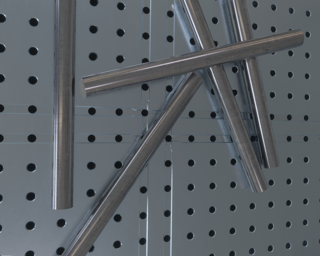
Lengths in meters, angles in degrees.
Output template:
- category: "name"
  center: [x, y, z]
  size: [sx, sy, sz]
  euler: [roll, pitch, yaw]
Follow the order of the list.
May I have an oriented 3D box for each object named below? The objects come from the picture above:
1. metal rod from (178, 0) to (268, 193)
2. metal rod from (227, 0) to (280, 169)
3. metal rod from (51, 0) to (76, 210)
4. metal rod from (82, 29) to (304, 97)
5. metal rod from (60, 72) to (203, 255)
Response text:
- category: "metal rod"
  center: [0.094, -0.045, 0.446]
  size: [0.025, 0.025, 0.299]
  euler: [-25, 99, -18]
- category: "metal rod"
  center: [0.136, -0.086, 0.462]
  size: [0.025, 0.025, 0.299]
  euler: [-15, 95, -19]
- category: "metal rod"
  center: [-0.114, -0.055, 0.370]
  size: [0.025, 0.025, 0.298]
  euler: [1, 90, -20]
- category: "metal rod"
  center: [0.051, -0.089, 0.407]
  size: [0.302, 0.025, 0.025]
  euler: [-15, 95, -11]
- category: "metal rod"
  center: [-0.034, 0.051, 0.399]
  size: [0.025, 0.025, 0.300]
  euler: [38, 78, -16]
